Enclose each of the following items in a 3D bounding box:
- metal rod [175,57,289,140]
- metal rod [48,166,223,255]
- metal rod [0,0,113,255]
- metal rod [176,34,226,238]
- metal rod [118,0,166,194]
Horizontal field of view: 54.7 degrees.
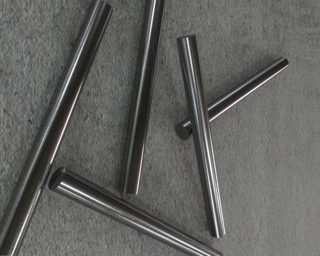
[{"bbox_3d":[0.134,-0.060,0.516,0.302,0.025,0.025,-32,110,-35],"label":"metal rod"},{"bbox_3d":[-0.006,0.126,0.389,0.301,0.025,0.025,39,66,-36],"label":"metal rod"},{"bbox_3d":[-0.108,0.002,0.313,0.025,0.025,0.299,28,73,-37],"label":"metal rod"},{"bbox_3d":[0.060,0.026,0.426,0.025,0.025,0.298,-29,117,-36],"label":"metal rod"},{"bbox_3d":[-0.018,-0.069,0.389,0.025,0.025,0.298,13,82,-39],"label":"metal rod"}]
